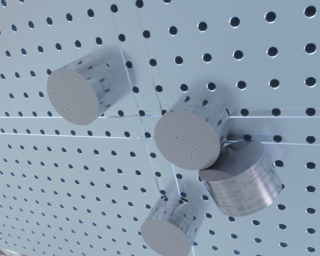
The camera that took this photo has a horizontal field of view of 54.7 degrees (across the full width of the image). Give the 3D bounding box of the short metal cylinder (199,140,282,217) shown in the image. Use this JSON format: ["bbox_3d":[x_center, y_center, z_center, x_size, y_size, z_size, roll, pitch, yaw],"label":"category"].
[{"bbox_3d":[0.093,0.057,0.361,0.080,0.080,0.050,-19,108,35],"label":"short metal cylinder"}]

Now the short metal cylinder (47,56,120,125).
[{"bbox_3d":[-0.102,-0.050,0.416,0.080,0.050,0.079,13,124,20],"label":"short metal cylinder"}]

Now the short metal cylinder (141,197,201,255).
[{"bbox_3d":[0.017,0.154,0.480,0.080,0.050,0.079,13,124,20],"label":"short metal cylinder"}]

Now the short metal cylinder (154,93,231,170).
[{"bbox_3d":[0.040,0.004,0.376,0.080,0.050,0.079,13,124,20],"label":"short metal cylinder"}]
